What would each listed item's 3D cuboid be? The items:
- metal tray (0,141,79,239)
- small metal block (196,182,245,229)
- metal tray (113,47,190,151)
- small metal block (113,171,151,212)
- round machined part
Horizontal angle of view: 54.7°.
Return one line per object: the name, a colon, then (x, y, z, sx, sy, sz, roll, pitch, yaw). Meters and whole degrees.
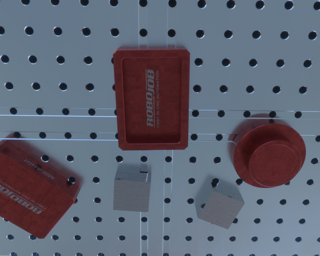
metal tray: (-0.196, 0.090, 0.442, 0.130, 0.030, 0.090, 37, 106, -13)
small metal block: (0.088, 0.114, 0.456, 0.050, 0.025, 0.050, 23, 108, -9)
metal tray: (-0.009, -0.036, 0.397, 0.091, 0.030, 0.129, -1, 110, 0)
small metal block: (-0.040, 0.092, 0.447, 0.050, 0.025, 0.050, 5, 110, -2)
round machined part: (0.149, 0.040, 0.420, 0.099, 0.042, 0.097, 0, 110, 0)
